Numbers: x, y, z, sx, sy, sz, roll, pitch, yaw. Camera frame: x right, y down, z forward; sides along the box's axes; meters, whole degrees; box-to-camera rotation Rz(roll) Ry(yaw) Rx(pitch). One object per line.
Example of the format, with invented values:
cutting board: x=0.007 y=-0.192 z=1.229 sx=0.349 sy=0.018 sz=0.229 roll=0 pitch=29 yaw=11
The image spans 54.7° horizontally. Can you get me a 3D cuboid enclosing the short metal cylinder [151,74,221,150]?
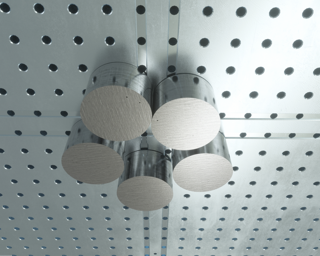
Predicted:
short metal cylinder: x=0.030 y=-0.019 z=0.378 sx=0.081 sy=0.050 sz=0.079 roll=0 pitch=131 yaw=0

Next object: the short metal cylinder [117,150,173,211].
short metal cylinder: x=-0.021 y=0.079 z=0.461 sx=0.081 sy=0.050 sz=0.079 roll=0 pitch=130 yaw=0

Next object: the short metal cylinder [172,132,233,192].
short metal cylinder: x=0.057 y=0.045 z=0.433 sx=0.081 sy=0.050 sz=0.079 roll=0 pitch=132 yaw=0

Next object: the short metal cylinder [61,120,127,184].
short metal cylinder: x=-0.087 y=0.032 z=0.421 sx=0.081 sy=0.050 sz=0.079 roll=0 pitch=131 yaw=0

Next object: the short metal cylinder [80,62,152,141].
short metal cylinder: x=-0.049 y=-0.030 z=0.368 sx=0.081 sy=0.050 sz=0.079 roll=-1 pitch=130 yaw=0
